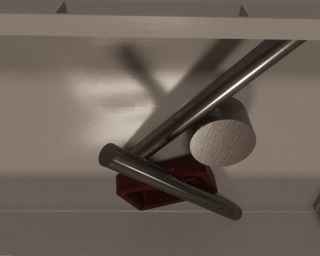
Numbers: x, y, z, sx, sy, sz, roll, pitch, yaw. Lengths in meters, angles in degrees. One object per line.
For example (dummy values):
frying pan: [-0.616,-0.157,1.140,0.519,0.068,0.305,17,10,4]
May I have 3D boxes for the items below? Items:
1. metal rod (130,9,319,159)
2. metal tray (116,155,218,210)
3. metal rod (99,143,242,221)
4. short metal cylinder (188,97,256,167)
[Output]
metal rod: [0.041,-0.021,0.364,0.025,0.025,0.299,31,132,-24]
metal tray: [0.012,0.084,0.460,0.130,0.030,0.090,-16,146,13]
metal rod: [0.037,0.085,0.417,0.025,0.025,0.301,-32,140,24]
short metal cylinder: [0.077,0.005,0.398,0.081,0.050,0.079,-1,130,-1]
